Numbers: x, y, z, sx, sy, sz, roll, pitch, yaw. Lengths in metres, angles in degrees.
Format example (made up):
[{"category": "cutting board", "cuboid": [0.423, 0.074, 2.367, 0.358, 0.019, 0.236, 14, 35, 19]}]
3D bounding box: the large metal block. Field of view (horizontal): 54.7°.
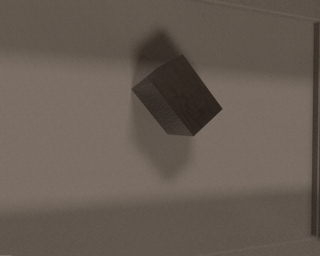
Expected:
[{"category": "large metal block", "cuboid": [0.018, -0.037, 0.389, 0.050, 0.080, 0.080, -42, 104, -15]}]
